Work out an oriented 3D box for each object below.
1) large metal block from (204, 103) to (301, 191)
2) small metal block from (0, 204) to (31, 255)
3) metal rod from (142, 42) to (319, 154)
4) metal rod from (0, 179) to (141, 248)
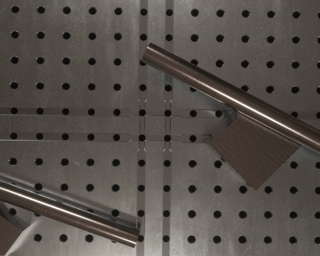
[{"bbox_3d":[0.117,0.021,0.403,0.080,0.050,0.080,-45,91,0],"label":"large metal block"},{"bbox_3d":[-0.212,0.138,0.411,0.050,0.025,0.050,36,90,-1],"label":"small metal block"},{"bbox_3d":[0.118,-0.020,0.365,0.301,0.025,0.025,27,90,-1],"label":"metal rod"},{"bbox_3d":[-0.172,0.096,0.411,0.302,0.025,0.025,20,90,-1],"label":"metal rod"}]
